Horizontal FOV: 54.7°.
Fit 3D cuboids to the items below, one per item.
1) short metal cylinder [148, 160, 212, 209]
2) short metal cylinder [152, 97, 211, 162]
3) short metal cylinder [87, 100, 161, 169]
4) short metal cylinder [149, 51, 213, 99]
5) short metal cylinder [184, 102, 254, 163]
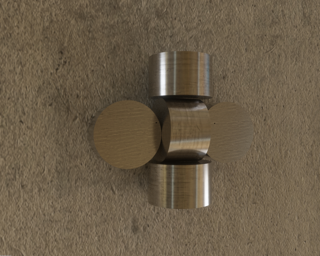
[{"bbox_3d":[0.025,0.067,0.391,0.081,0.080,0.050,0,90,-20],"label":"short metal cylinder"},{"bbox_3d":[0.022,0.002,0.390,0.050,0.080,0.080,1,90,-20],"label":"short metal cylinder"},{"bbox_3d":[-0.045,0.008,0.380,0.081,0.050,0.080,0,90,-21],"label":"short metal cylinder"},{"bbox_3d":[0.026,-0.063,0.391,0.081,0.080,0.050,0,90,-20],"label":"short metal cylinder"},{"bbox_3d":[0.079,0.005,0.426,0.081,0.050,0.080,0,91,-20],"label":"short metal cylinder"}]
